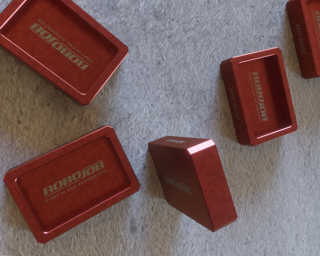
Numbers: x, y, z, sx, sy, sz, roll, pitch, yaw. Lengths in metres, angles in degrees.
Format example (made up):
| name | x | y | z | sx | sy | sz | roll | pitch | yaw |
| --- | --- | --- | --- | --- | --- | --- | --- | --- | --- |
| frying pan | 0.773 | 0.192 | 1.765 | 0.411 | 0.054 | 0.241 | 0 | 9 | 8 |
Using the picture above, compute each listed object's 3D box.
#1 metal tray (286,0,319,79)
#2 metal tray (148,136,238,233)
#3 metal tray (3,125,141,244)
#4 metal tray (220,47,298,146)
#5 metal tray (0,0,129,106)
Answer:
| name | x | y | z | sx | sy | sz | roll | pitch | yaw |
| --- | --- | --- | --- | --- | --- | --- | --- | --- | --- |
| metal tray | 0.264 | -0.153 | 0.505 | 0.091 | 0.030 | 0.129 | -18 | 96 | -20 |
| metal tray | 0.032 | 0.058 | 0.366 | 0.030 | 0.130 | 0.090 | -20 | 97 | -19 |
| metal tray | -0.101 | 0.063 | 0.369 | 0.131 | 0.030 | 0.090 | -27 | 99 | -18 |
| metal tray | 0.149 | -0.047 | 0.462 | 0.091 | 0.030 | 0.129 | -17 | 96 | -20 |
| metal tray | -0.115 | -0.098 | 0.364 | 0.130 | 0.030 | 0.090 | 38 | 78 | -17 |
